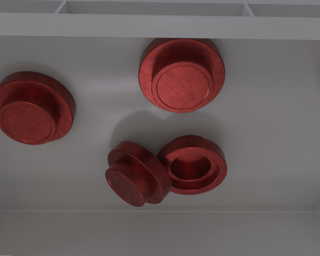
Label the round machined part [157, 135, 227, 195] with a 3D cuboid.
[{"bbox_3d":[0.043,0.048,0.439,0.099,0.042,0.097,0,130,0],"label":"round machined part"}]

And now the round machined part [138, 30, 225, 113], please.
[{"bbox_3d":[0.025,-0.056,0.351,0.099,0.042,0.097,0,130,0],"label":"round machined part"}]

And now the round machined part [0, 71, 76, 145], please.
[{"bbox_3d":[-0.158,-0.017,0.382,0.099,0.042,0.097,0,130,0],"label":"round machined part"}]

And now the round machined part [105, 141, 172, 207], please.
[{"bbox_3d":[-0.036,0.069,0.424,0.098,0.042,0.097,27,142,25],"label":"round machined part"}]
